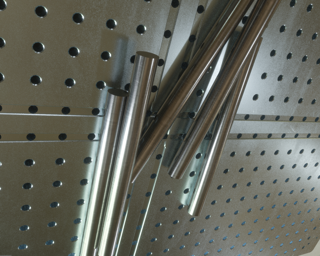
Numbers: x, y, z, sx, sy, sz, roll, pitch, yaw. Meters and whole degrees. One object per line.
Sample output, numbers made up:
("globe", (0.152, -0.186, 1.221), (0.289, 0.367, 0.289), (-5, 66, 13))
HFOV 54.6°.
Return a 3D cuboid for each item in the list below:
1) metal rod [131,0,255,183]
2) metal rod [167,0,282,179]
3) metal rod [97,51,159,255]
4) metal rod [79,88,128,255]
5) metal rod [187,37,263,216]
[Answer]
("metal rod", (0.034, -0.055, 0.395), (0.025, 0.025, 0.299), (24, 105, -37))
("metal rod", (0.082, -0.055, 0.407), (0.025, 0.025, 0.298), (10, 118, -33))
("metal rod", (-0.046, 0.052, 0.393), (0.025, 0.025, 0.298), (-1, 119, -28))
("metal rod", (-0.082, 0.090, 0.420), (0.025, 0.025, 0.298), (0, 118, -29))
("metal rod", (0.090, 0.011, 0.465), (0.025, 0.025, 0.298), (-1, 119, -28))
